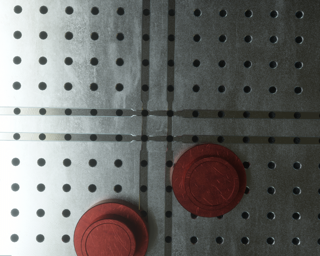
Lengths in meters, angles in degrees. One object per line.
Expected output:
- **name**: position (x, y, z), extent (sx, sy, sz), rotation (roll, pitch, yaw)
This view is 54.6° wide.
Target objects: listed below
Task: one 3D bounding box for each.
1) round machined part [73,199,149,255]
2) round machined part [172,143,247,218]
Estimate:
- **round machined part**: position (-0.064, 0.146, 0.405), extent (0.099, 0.042, 0.097), rotation (0, 90, 0)
- **round machined part**: position (0.064, 0.069, 0.405), extent (0.099, 0.042, 0.097), rotation (0, 90, 0)
